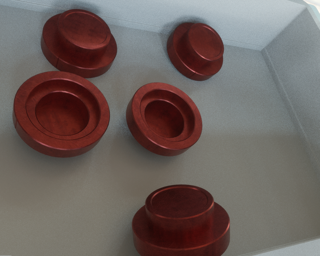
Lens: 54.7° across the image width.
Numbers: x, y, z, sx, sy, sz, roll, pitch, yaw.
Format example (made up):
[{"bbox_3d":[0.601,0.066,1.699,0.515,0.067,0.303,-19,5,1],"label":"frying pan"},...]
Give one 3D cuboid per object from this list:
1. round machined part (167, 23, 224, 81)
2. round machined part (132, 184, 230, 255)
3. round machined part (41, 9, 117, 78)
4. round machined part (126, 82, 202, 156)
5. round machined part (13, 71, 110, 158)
[{"bbox_3d":[0.064,-0.129,0.500,0.099,0.042,0.098,11,66,-26],"label":"round machined part"},{"bbox_3d":[0.021,0.091,0.314,0.099,0.098,0.042,-15,109,-35],"label":"round machined part"},{"bbox_3d":[-0.104,-0.118,0.412,0.099,0.042,0.098,14,56,-21],"label":"round machined part"},{"bbox_3d":[0.002,-0.008,0.402,0.099,0.042,0.098,14,56,-21],"label":"round machined part"},{"bbox_3d":[-0.109,-0.011,0.344,0.099,0.042,0.098,14,56,-21],"label":"round machined part"}]
